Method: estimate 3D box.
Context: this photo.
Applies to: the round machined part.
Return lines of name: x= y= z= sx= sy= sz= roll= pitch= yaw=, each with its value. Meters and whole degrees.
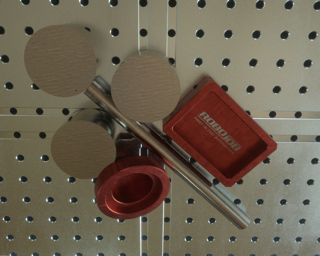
round machined part: x=-0.039 y=0.075 z=0.420 sx=0.099 sy=0.042 sz=0.097 roll=-11 pitch=127 yaw=-15

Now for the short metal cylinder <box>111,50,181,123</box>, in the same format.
short metal cylinder: x=-0.016 y=-0.052 z=0.380 sx=0.081 sy=0.050 sz=0.079 roll=0 pitch=110 yaw=0

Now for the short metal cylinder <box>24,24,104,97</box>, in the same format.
short metal cylinder: x=-0.111 y=-0.082 z=0.369 sx=0.081 sy=0.050 sz=0.079 roll=0 pitch=110 yaw=0

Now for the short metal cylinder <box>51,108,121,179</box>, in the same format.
short metal cylinder: x=-0.094 y=0.020 z=0.406 sx=0.081 sy=0.050 sz=0.079 roll=0 pitch=110 yaw=0

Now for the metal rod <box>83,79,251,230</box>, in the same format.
metal rod: x=0.019 y=0.044 z=0.430 sx=0.300 sy=0.025 sz=0.025 roll=42 pitch=105 yaw=-14

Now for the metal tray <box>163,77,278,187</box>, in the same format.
metal tray: x=0.078 y=0.008 z=0.413 sx=0.130 sy=0.030 sz=0.090 roll=42 pitch=105 yaw=-14
